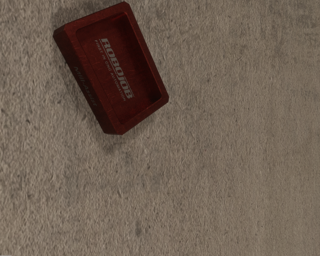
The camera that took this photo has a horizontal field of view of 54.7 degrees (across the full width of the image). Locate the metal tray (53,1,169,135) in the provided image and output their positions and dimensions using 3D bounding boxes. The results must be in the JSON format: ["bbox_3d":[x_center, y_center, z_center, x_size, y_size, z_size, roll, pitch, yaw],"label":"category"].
[{"bbox_3d":[-0.050,-0.068,0.360,0.091,0.030,0.129,-38,114,-34],"label":"metal tray"}]
